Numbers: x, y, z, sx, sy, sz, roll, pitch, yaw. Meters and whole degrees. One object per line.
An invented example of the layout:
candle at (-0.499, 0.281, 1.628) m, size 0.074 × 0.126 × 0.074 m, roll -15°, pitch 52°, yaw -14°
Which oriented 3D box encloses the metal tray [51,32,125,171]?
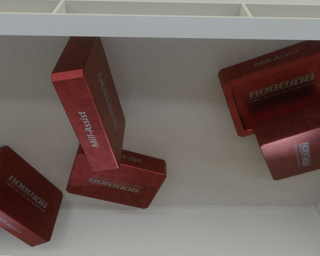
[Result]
metal tray at (-0.071, -0.027, 0.342) m, size 0.030 × 0.090 × 0.129 m, roll -7°, pitch 130°, yaw 6°

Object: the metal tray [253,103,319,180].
metal tray at (0.180, 0.023, 0.403) m, size 0.090 × 0.030 × 0.130 m, roll -20°, pitch 145°, yaw 17°

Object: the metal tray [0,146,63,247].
metal tray at (-0.203, 0.100, 0.448) m, size 0.030 × 0.090 × 0.130 m, roll -22°, pitch 127°, yaw 17°

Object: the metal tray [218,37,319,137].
metal tray at (0.145, -0.046, 0.368) m, size 0.130 × 0.030 × 0.090 m, roll -17°, pitch 128°, yaw 14°

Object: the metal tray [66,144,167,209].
metal tray at (-0.066, 0.073, 0.467) m, size 0.131 × 0.030 × 0.089 m, roll 16°, pitch 128°, yaw -14°
